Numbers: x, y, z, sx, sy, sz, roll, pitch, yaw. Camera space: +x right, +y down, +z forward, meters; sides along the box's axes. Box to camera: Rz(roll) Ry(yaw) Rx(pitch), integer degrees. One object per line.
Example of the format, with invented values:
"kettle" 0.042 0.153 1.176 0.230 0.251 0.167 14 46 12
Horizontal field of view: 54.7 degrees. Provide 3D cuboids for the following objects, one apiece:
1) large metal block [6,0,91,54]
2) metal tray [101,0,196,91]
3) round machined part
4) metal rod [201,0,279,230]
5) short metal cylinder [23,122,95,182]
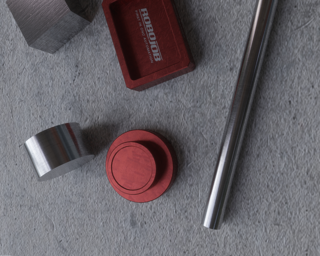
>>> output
"large metal block" -0.162 -0.169 0.451 0.080 0.050 0.080 -33 80 16
"metal tray" -0.016 -0.124 0.411 0.090 0.030 0.129 -19 84 18
"round machined part" -0.029 0.051 0.409 0.098 0.042 0.097 0 90 19
"metal rod" 0.097 -0.024 0.374 0.025 0.025 0.298 15 95 19
"short metal cylinder" -0.138 0.033 0.427 0.080 0.080 0.050 -30 81 17
